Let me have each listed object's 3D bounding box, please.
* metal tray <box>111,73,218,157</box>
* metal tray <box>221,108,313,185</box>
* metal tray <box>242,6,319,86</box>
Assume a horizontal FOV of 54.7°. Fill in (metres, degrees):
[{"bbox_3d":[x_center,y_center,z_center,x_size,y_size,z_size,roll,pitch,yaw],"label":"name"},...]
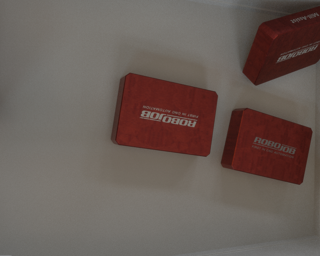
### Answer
[{"bbox_3d":[0.008,-0.015,0.411,0.131,0.030,0.090,9,87,-20],"label":"metal tray"},{"bbox_3d":[0.163,0.029,0.468,0.131,0.030,0.090,15,85,-20],"label":"metal tray"},{"bbox_3d":[0.190,-0.119,0.446,0.131,0.090,0.030,-21,57,-19],"label":"metal tray"}]
